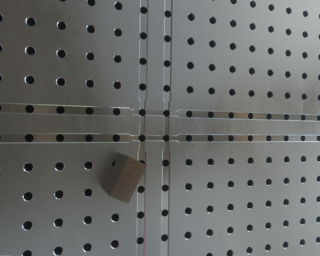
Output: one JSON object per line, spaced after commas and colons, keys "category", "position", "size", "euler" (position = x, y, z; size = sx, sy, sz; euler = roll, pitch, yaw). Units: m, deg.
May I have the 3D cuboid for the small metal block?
{"category": "small metal block", "position": [-0.045, 0.061, 0.384], "size": [0.025, 0.050, 0.050], "euler": [29, 80, -18]}
